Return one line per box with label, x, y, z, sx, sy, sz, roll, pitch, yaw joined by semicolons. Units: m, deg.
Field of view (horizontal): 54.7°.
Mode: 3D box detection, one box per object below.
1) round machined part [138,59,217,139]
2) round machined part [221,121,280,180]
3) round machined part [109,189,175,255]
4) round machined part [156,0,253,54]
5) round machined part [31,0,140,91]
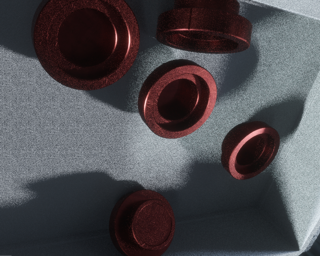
round machined part;0.018;-0.039;0.385;0.099;0.042;0.097;-14;125;-21
round machined part;0.139;0.031;0.495;0.099;0.042;0.097;-14;125;-21
round machined part;-0.018;0.136;0.439;0.099;0.042;0.098;10;70;-30
round machined part;0.047;-0.110;0.326;0.099;0.098;0.042;5;93;-31
round machined part;-0.073;-0.090;0.303;0.099;0.042;0.097;-14;125;-21
